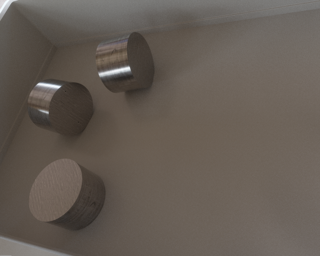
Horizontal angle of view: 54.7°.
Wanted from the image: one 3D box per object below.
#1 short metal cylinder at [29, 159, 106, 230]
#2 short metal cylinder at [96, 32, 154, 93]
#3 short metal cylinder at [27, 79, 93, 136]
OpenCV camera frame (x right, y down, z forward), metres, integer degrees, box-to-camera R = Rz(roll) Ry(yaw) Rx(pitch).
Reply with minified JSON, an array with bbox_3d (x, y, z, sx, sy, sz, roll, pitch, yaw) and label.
[{"bbox_3d":[-0.118,0.086,0.399,0.080,0.050,0.080,-13,56,21],"label":"short metal cylinder"},{"bbox_3d":[-0.049,-0.095,0.454,0.050,0.080,0.080,-7,59,25],"label":"short metal cylinder"},{"bbox_3d":[-0.149,-0.032,0.469,0.050,0.080,0.080,13,69,33],"label":"short metal cylinder"}]
